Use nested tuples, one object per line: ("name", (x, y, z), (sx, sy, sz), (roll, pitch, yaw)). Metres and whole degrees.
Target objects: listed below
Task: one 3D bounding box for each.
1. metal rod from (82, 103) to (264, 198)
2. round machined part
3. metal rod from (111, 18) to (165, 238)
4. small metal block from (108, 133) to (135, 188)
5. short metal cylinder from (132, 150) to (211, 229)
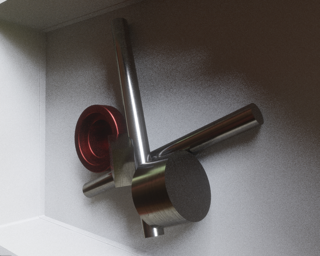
("metal rod", (-0.006, 0.042, 0.408), (0.299, 0.025, 0.025), (-28, 73, 36))
("round machined part", (-0.079, 0.015, 0.457), (0.098, 0.042, 0.097), (0, 90, 39))
("metal rod", (-0.033, -0.013, 0.407), (0.025, 0.025, 0.299), (-24, 68, 37))
("small metal block", (-0.048, 0.039, 0.389), (0.050, 0.025, 0.050), (-130, 36, -66))
("short metal cylinder", (0.014, 0.071, 0.356), (0.050, 0.081, 0.080), (-25, 75, 37))
